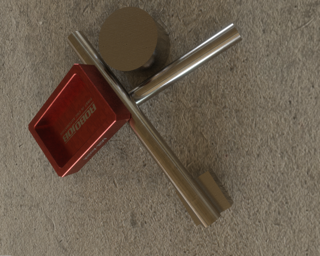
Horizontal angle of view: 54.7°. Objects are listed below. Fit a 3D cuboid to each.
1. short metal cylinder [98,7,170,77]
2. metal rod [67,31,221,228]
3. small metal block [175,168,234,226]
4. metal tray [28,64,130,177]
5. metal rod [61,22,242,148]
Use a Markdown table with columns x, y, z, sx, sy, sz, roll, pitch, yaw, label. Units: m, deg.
| x | y | z | sx | sy | sz | roll | pitch | yaw | label |
| --- | --- | --- | --- | --- | --- | --- | --- | --- | --- |
| -0.032 | -0.110 | 0.407 | 0.080 | 0.050 | 0.079 | 0 | 90 | 19 | short metal cylinder |
| -0.027 | -0.007 | 0.393 | 0.025 | 0.025 | 0.299 | -41 | 78 | 15 | metal rod |
| 0.056 | 0.086 | 0.390 | 0.050 | 0.025 | 0.050 | -35 | 79 | 16 | small metal block |
| -0.109 | -0.008 | 0.404 | 0.130 | 0.030 | 0.090 | -43 | 76 | 26 | metal tray |
| -0.030 | -0.044 | 0.420 | 0.300 | 0.025 | 0.025 | -31 | 80 | 17 | metal rod |
